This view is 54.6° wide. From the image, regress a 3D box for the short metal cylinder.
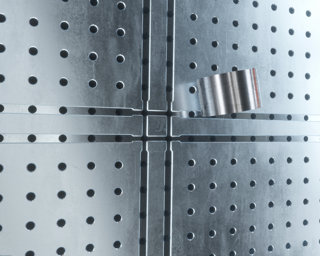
[{"bbox_3d":[0.093,-0.047,0.417,0.081,0.080,0.050,-11,94,-20],"label":"short metal cylinder"}]
